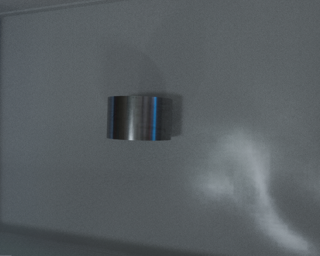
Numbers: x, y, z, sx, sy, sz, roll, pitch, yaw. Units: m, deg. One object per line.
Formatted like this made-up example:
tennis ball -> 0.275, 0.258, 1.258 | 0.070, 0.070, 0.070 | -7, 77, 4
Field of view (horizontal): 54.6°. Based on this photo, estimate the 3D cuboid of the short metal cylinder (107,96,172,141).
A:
short metal cylinder -> -0.025, -0.012, 0.387 | 0.080, 0.080, 0.050 | 2, 91, 20
